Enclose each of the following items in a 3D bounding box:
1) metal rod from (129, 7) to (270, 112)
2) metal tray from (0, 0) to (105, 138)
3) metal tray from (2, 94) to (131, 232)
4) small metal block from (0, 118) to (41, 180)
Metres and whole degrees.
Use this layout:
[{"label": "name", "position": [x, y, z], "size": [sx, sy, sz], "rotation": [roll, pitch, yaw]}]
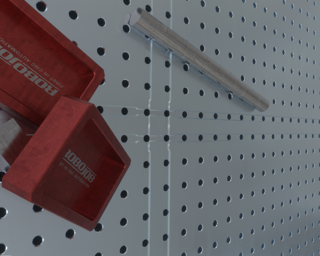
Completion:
[{"label": "metal rod", "position": [0.079, -0.090, 0.475], "size": [0.302, 0.025, 0.025], "rotation": [24, 75, -37]}, {"label": "metal tray", "position": [-0.128, -0.059, 0.298], "size": [0.130, 0.030, 0.090], "rotation": [41, 65, -33]}, {"label": "metal tray", "position": [-0.077, 0.040, 0.298], "size": [0.090, 0.030, 0.130], "rotation": [-62, 158, -21]}, {"label": "small metal block", "position": [-0.135, 0.019, 0.280], "size": [0.025, 0.050, 0.050], "rotation": [-43, 116, -31]}]
